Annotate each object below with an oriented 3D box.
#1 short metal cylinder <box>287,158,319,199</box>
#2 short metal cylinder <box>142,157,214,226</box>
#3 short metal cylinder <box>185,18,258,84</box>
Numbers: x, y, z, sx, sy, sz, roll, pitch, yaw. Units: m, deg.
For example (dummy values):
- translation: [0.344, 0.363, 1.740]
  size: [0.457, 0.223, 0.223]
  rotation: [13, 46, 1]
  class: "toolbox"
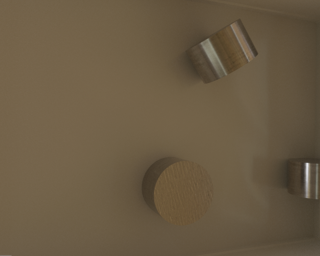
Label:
- translation: [0.236, 0.075, 0.468]
  size: [0.081, 0.080, 0.050]
  rotation: [1, 90, -20]
  class: "short metal cylinder"
- translation: [0.022, 0.080, 0.405]
  size: [0.081, 0.050, 0.080]
  rotation: [0, 90, -20]
  class: "short metal cylinder"
- translation: [0.081, -0.101, 0.411]
  size: [0.080, 0.080, 0.050]
  rotation: [-35, 102, -17]
  class: "short metal cylinder"
